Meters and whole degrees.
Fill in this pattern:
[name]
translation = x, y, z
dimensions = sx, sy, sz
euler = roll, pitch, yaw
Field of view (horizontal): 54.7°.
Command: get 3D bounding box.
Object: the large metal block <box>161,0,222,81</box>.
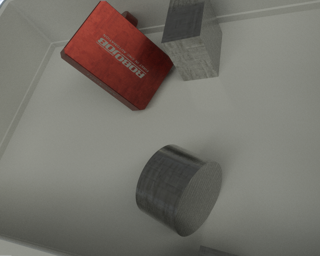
[large metal block]
translation = 0.047, -0.122, 0.420
dimensions = 0.050, 0.080, 0.080
euler = -4, 60, 26

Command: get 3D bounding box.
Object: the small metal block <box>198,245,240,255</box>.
[small metal block]
translation = 0.064, 0.128, 0.277
dimensions = 0.050, 0.050, 0.025
euler = 4, 64, 30

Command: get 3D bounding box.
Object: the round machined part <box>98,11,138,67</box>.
[round machined part]
translation = -0.066, -0.132, 0.492
dimensions = 0.098, 0.042, 0.098
euler = -40, 29, 28

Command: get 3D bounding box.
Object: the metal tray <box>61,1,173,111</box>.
[metal tray]
translation = -0.055, -0.095, 0.426
dimensions = 0.090, 0.130, 0.030
euler = -59, 23, -14

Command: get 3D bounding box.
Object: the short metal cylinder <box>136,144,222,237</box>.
[short metal cylinder]
translation = 0.021, 0.063, 0.320
dimensions = 0.050, 0.080, 0.080
euler = 22, 73, 36
